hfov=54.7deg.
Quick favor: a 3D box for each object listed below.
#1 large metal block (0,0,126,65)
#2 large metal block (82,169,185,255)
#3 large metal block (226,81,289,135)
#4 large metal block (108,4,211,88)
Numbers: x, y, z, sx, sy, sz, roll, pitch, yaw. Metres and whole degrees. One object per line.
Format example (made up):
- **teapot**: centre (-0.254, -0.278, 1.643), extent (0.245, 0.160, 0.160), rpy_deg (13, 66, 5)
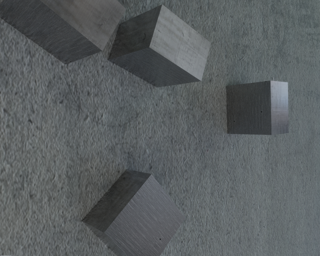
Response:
- **large metal block**: centre (-0.094, -0.110, 0.290), extent (0.080, 0.080, 0.050), rpy_deg (36, 68, -34)
- **large metal block**: centre (-0.028, 0.108, 0.365), extent (0.080, 0.050, 0.080), rpy_deg (-49, 119, -29)
- **large metal block**: centre (0.156, -0.031, 0.499), extent (0.050, 0.080, 0.079), rpy_deg (-3, 92, -40)
- **large metal block**: centre (-0.001, -0.091, 0.368), extent (0.080, 0.080, 0.050), rpy_deg (25, 75, -37)
